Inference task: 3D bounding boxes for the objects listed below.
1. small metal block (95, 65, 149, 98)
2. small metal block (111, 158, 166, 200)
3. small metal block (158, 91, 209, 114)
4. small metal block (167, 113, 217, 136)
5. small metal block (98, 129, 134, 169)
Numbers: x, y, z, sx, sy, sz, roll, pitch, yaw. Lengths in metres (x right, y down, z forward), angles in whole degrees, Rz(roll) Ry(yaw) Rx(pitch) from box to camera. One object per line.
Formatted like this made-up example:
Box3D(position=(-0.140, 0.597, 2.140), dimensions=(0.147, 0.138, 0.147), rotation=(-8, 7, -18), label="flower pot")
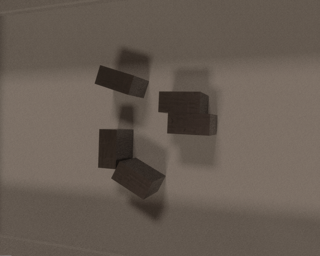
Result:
Box3D(position=(-0.050, -0.061, 0.414), dimensions=(0.050, 0.050, 0.025), rotation=(20, 97, 18), label="small metal block")
Box3D(position=(-0.027, 0.064, 0.406), dimensions=(0.050, 0.050, 0.025), rotation=(30, 100, 17), label="small metal block")
Box3D(position=(0.031, -0.030, 0.386), dimensions=(0.050, 0.050, 0.025), rotation=(3, 91, 19), label="small metal block")
Box3D(position=(0.041, -0.005, 0.382), dimensions=(0.050, 0.050, 0.025), rotation=(3, 91, 19), label="small metal block")
Box3D(position=(-0.058, 0.027, 0.417), dimensions=(0.025, 0.050, 0.050), rotation=(2, 91, 20), label="small metal block")
